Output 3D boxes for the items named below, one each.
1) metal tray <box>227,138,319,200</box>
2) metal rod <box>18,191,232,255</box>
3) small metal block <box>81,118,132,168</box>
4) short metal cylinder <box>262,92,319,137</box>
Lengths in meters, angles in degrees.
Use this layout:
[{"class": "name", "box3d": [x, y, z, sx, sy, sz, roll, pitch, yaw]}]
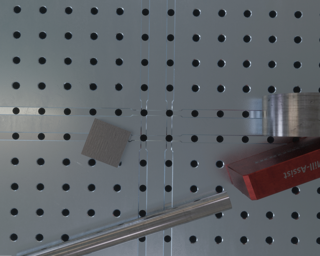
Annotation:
[{"class": "metal tray", "box3d": [0.157, 0.044, 0.382, 0.131, 0.090, 0.030, -19, 90, 0]}, {"class": "metal rod", "box3d": [-0.052, 0.141, 0.413, 0.302, 0.025, 0.025, -17, 90, 0]}, {"class": "small metal block", "box3d": [-0.070, 0.019, 0.413, 0.050, 0.025, 0.050, 21, 90, 0]}, {"class": "short metal cylinder", "box3d": [0.170, -0.015, 0.387, 0.081, 0.080, 0.050, 0, 90, 0]}]
